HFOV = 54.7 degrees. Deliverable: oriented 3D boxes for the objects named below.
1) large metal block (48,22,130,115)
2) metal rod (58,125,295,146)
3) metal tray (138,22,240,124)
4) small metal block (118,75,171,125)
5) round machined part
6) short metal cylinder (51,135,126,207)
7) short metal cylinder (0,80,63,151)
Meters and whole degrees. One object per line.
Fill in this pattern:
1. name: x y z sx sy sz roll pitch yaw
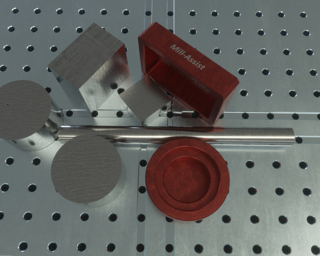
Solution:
1. large metal block: -0.088 -0.075 0.410 0.050 0.080 0.080 37 74 12
2. metal rod: 0.021 0.010 0.408 0.302 0.025 0.025 1 70 0
3. metal tray: 0.032 -0.068 0.402 0.130 0.090 0.030 38 75 13
4. small metal block: -0.020 -0.036 0.425 0.050 0.025 0.050 -37 74 -13
5. round machined part: 0.032 0.064 0.379 0.099 0.042 0.098 0 70 0
6. short metal cylinder: -0.084 0.054 0.377 0.081 0.050 0.080 0 70 0
7. short metal cylinder: -0.173 -0.015 0.402 0.081 0.050 0.080 0 70 0
